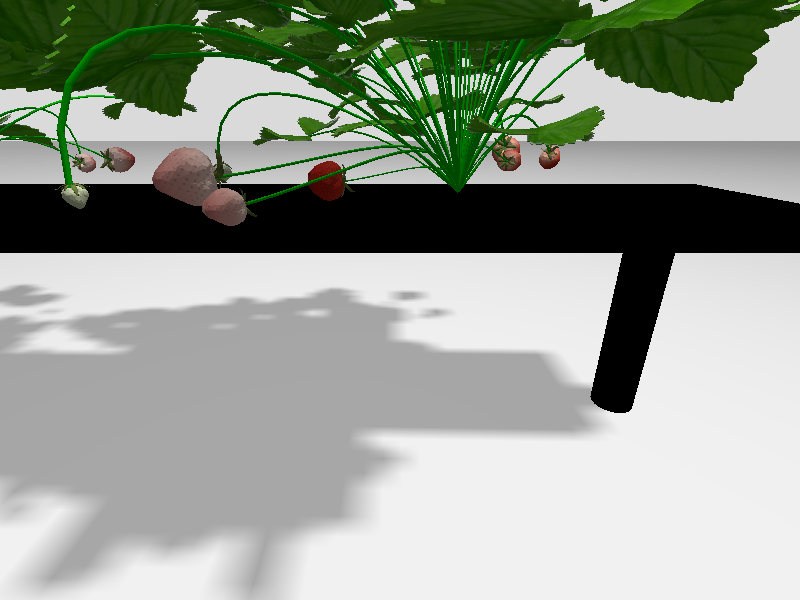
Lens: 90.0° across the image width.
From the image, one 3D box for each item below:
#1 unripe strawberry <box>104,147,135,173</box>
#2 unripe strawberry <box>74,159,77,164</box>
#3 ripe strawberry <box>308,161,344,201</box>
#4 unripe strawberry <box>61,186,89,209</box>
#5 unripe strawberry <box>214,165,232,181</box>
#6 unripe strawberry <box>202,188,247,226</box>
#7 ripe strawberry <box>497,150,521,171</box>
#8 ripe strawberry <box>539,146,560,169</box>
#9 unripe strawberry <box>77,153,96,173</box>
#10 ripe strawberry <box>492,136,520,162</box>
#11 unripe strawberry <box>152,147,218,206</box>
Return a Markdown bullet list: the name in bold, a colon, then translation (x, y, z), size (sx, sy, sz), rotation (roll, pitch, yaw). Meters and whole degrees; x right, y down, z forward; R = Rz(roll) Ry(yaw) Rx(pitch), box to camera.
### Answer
- **unripe strawberry**: translation (-0.339, -0.170, 0.486), size (0.032, 0.029, 0.029), rotation (8, 24, 19)
- **unripe strawberry**: translation (-0.414, -0.178, 0.522), size (0.018, 0.019, 0.018), rotation (-2, 23, -4)
- **ripe strawberry**: translation (-0.055, -0.087, 0.294), size (0.026, 0.028, 0.024), rotation (-10, 25, -21)
- **unripe strawberry**: translation (-0.144, -0.046, 0.178), size (0.010, 0.010, 0.011), rotation (-19, 29, -37)
- **unripe strawberry**: translation (-0.162, -0.116, 0.367), size (0.015, 0.015, 0.014), rotation (3, 23, 8)
- **unripe strawberry**: translation (-0.094, -0.049, 0.214), size (0.020, 0.020, 0.023), rotation (-21, 31, -39)
- **ripe strawberry**: translation (0.137, -0.174, 0.499), size (0.029, 0.025, 0.029), rotation (11, 25, 24)
- **ripe strawberry**: translation (0.193, -0.181, 0.515), size (0.025, 0.029, 0.027), rotation (16, -14, 33)
- **unripe strawberry**: translation (-0.380, -0.166, 0.486), size (0.019, 0.022, 0.021), rotation (3, 9, 7)
- **ripe strawberry**: translation (0.154, -0.214, 0.580), size (0.040, 0.042, 0.043), rotation (9, 1, 19)
- **unripe strawberry**: translation (-0.143, -0.081, 0.267), size (0.038, 0.038, 0.042), rotation (-9, 25, -19)
